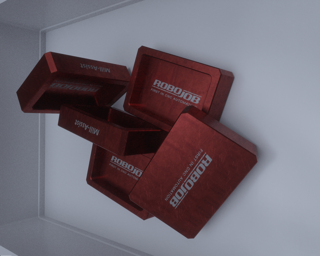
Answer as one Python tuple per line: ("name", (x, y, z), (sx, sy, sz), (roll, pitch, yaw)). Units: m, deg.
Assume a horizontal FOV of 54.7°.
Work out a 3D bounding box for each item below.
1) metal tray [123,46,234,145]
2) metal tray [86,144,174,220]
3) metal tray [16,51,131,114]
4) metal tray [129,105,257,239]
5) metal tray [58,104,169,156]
("metal tray", (0.017, -0.043, 0.386), (0.130, 0.030, 0.089), (27, 106, 36))
("metal tray", (-0.047, 0.059, 0.436), (0.130, 0.030, 0.089), (21, 103, 37))
("metal tray", (-0.113, -0.055, 0.425), (0.090, 0.131, 0.030), (-37, 68, 34))
("metal tray", (0.034, 0.051, 0.346), (0.090, 0.030, 0.129), (33, 114, 4))
("metal tray", (-0.060, -0.001, 0.408), (0.130, 0.091, 0.030), (20, 103, 38))
